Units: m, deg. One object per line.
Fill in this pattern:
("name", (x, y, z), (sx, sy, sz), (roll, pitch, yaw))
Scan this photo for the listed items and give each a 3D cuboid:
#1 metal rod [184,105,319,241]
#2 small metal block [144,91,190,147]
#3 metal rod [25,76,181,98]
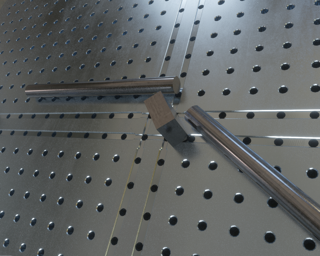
("metal rod", (0.124, 0.065, 0.303), (0.025, 0.025, 0.300), (-43, 51, -2))
("small metal block", (0.009, -0.011, 0.394), (0.025, 0.050, 0.050), (-31, 52, 8))
("metal rod", (-0.108, -0.064, 0.504), (0.300, 0.025, 0.025), (2, 63, 29))
